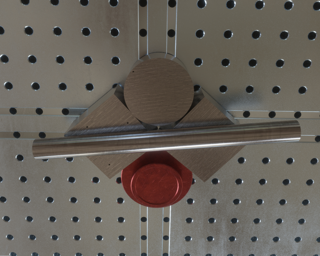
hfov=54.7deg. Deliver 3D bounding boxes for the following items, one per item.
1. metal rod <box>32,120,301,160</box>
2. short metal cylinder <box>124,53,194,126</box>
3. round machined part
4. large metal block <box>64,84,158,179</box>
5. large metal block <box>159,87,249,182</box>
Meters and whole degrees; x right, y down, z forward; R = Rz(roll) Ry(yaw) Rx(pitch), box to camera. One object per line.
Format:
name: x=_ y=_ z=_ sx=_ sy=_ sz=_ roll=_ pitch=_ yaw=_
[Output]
metal rod: x=0.006 y=0.014 z=0.359 sx=0.302 sy=0.025 sz=0.025 roll=-4 pitch=110 yaw=2
short metal cylinder: x=-0.001 y=-0.049 z=0.378 sx=0.081 sy=0.050 sz=0.079 roll=0 pitch=110 yaw=0
round machined part: x=-0.004 y=0.070 z=0.426 sx=0.099 sy=0.042 sz=0.097 roll=0 pitch=110 yaw=0
large metal block: x=-0.059 y=0.004 z=0.397 sx=0.080 sy=0.050 sz=0.080 roll=-38 pitch=108 yaw=12
large metal block: x=0.054 y=0.008 z=0.397 sx=0.080 sy=0.050 sz=0.080 roll=40 pitch=106 yaw=-14
